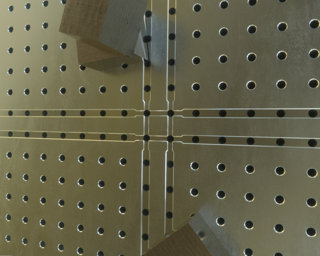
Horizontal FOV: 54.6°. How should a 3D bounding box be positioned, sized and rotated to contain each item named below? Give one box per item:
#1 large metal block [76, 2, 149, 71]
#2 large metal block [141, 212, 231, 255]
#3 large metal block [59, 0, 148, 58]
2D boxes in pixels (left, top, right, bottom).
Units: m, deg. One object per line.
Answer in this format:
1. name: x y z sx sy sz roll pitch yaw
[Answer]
1. large metal block: -0.066 -0.129 0.423 0.080 0.050 0.080 -7 88 20
2. large metal block: 0.036 0.166 0.387 0.080 0.050 0.080 -40 77 15
3. large metal block: -0.059 -0.132 0.352 0.050 0.080 0.080 18 96 19
